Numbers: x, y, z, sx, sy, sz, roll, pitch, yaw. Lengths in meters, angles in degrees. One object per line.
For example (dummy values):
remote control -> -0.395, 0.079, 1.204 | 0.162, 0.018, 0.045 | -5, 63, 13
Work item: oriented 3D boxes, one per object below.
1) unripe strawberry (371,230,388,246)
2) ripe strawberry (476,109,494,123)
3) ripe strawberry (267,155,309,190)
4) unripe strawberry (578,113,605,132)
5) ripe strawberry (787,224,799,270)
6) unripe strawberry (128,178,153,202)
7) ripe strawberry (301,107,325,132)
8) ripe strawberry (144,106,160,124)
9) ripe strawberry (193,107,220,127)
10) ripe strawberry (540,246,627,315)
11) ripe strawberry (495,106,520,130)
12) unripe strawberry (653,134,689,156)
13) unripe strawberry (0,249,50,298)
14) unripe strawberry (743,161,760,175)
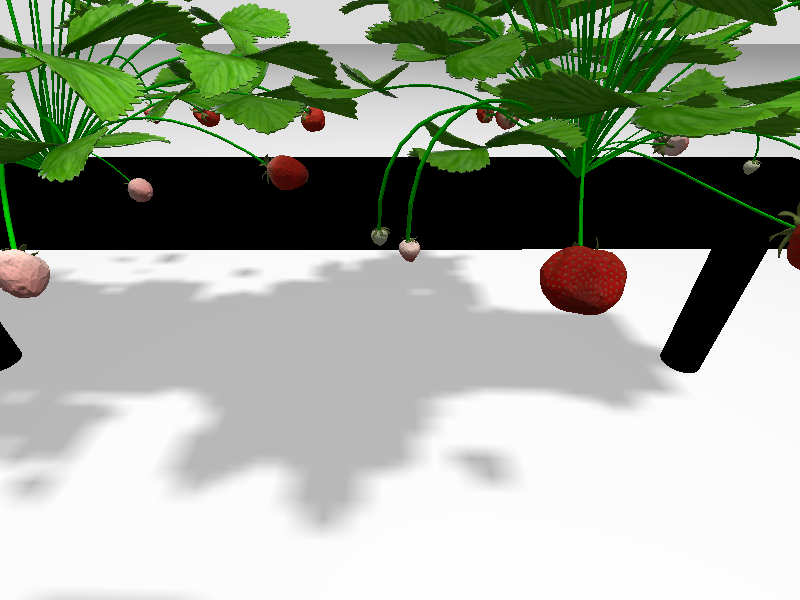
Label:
unripe strawberry -> -0.012, -0.036, 0.229 | 0.010, 0.010, 0.009 | -25, 42, -32
ripe strawberry -> 0.116, -0.256, 0.548 | 0.024, 0.025, 0.026 | -5, 34, -7
ripe strawberry -> -0.087, -0.100, 0.314 | 0.030, 0.026, 0.030 | 13, 35, 3
unripe strawberry -> 0.222, -0.210, 0.469 | 0.032, 0.037, 0.035 | 14, 36, 19
ripe strawberry -> 0.218, -0.028, 0.197 | 0.036, 0.041, 0.039 | -12, 36, -17
unripe strawberry -> -0.192, -0.081, 0.298 | 0.017, 0.017, 0.016 | 28, 42, 15
ripe strawberry -> -0.105, -0.221, 0.491 | 0.027, 0.030, 0.029 | 31, 1, 37
ripe strawberry -> -0.323, -0.243, 0.526 | 0.021, 0.021, 0.018 | -4, 34, -6
ripe strawberry -> -0.254, -0.248, 0.531 | 0.032, 0.034, 0.035 | 6, 24, 8
ripe strawberry -> 0.078, -0.006, 0.173 | 0.035, 0.031, 0.032 | 12, 37, 17
ripe strawberry -> 0.136, -0.234, 0.506 | 0.031, 0.035, 0.034 | -3, 17, -5
unripe strawberry -> 0.273, -0.158, 0.400 | 0.031, 0.026, 0.031 | -18, 38, -25
unripe strawberry -> -0.178, -0.011, 0.188 | 0.020, 0.022, 0.023 | -19, -16, -26
unripe strawberry -> 0.298, -0.112, 0.340 | 0.010, 0.011, 0.011 | 1, 34, 2
